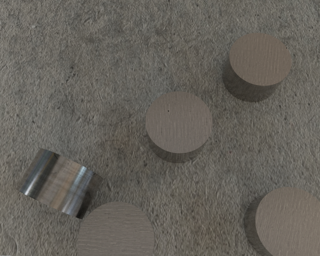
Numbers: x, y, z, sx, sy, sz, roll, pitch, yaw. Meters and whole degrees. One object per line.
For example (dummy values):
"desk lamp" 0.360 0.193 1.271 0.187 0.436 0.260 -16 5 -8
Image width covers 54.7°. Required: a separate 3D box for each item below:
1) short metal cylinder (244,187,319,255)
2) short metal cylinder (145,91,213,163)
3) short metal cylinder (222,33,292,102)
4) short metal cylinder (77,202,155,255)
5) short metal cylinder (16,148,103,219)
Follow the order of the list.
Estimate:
"short metal cylinder" 0.143 0.112 0.355 0.081 0.050 0.080 0 70 0
"short metal cylinder" 0.023 0.000 0.395 0.081 0.050 0.080 0 70 0
"short metal cylinder" 0.131 -0.082 0.426 0.081 0.050 0.080 0 70 0
"short metal cylinder" -0.046 0.126 0.348 0.081 0.050 0.080 0 70 0
"short metal cylinder" -0.113 0.064 0.355 0.080 0.080 0.050 23 72 8
